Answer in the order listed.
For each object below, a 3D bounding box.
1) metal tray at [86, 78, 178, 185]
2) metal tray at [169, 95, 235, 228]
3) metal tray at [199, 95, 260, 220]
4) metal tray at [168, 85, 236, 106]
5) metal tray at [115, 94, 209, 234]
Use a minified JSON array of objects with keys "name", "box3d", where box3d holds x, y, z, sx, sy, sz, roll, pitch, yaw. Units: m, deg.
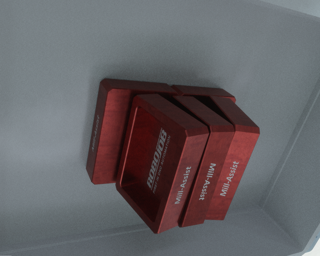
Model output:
[{"name":"metal tray","box3d":[-0.036,0.007,0.387,0.091,0.030,0.129,0,118,-29]},{"name":"metal tray","box3d":[0.031,0.037,0.364,0.030,0.090,0.129,0,117,-28]},{"name":"metal tray","box3d":[0.068,0.036,0.382,0.030,0.090,0.129,7,116,-16]},{"name":"metal tray","box3d":[0.043,0.008,0.432,0.091,0.030,0.129,0,118,-29]},{"name":"metal tray","box3d":[-0.004,0.038,0.343,0.030,0.090,0.129,-8,123,-40]}]
